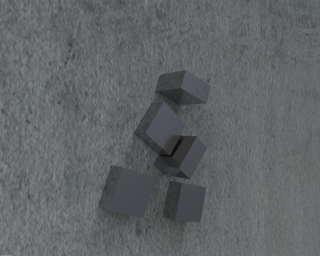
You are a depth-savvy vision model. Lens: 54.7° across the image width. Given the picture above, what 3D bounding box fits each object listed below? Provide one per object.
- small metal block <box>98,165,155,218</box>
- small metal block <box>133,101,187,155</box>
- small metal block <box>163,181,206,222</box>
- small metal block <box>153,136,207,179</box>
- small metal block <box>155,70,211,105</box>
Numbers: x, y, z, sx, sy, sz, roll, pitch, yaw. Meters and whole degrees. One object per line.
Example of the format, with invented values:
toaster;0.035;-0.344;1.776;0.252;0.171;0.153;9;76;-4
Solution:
small metal block;-0.040;0.077;0.374;0.050;0.025;0.050;26;74;-37
small metal block;0.001;0.001;0.408;0.050;0.025;0.050;44;64;-32
small metal block;0.035;0.104;0.437;0.050;0.025;0.050;18;79;-39
small metal block;0.027;0.038;0.413;0.025;0.050;0.050;47;62;-30
small metal block;0.031;-0.053;0.416;0.050;0.050;0.025;25;75;-38
